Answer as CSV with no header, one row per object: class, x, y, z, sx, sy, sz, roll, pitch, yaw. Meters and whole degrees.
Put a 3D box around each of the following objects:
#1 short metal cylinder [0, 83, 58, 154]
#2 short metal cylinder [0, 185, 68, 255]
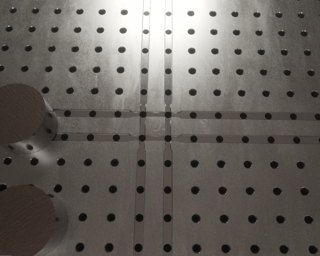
short metal cylinder,-0.180,-0.010,0.400,0.081,0.050,0.080,0,70,0
short metal cylinder,-0.153,0.109,0.357,0.081,0.050,0.080,0,70,0
